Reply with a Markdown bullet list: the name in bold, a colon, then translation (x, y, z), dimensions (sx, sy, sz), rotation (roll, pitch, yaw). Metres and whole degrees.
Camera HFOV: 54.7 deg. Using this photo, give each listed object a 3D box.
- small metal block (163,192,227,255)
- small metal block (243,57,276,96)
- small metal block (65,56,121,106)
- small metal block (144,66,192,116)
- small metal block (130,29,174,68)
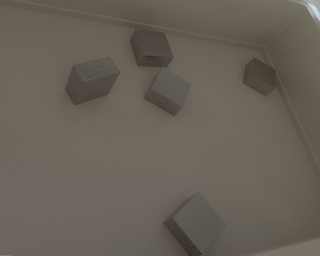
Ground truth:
- **small metal block**: translation (0.041, 0.112, 0.361), dimensions (0.050, 0.025, 0.050), rotation (-34, 81, -38)
- **small metal block**: translation (0.182, -0.093, 0.564), dimensions (0.050, 0.025, 0.050), rotation (27, 52, -12)
- **small metal block**: translation (-0.083, -0.058, 0.381), dimensions (0.050, 0.050, 0.025), rotation (-25, 76, -37)
- **small metal block**: translation (0.012, -0.053, 0.446), dimensions (0.050, 0.025, 0.050), rotation (31, 52, -9)
- **small metal block**: translation (-0.013, -0.121, 0.474), dimensions (0.050, 0.025, 0.050), rotation (-3, 63, -30)
